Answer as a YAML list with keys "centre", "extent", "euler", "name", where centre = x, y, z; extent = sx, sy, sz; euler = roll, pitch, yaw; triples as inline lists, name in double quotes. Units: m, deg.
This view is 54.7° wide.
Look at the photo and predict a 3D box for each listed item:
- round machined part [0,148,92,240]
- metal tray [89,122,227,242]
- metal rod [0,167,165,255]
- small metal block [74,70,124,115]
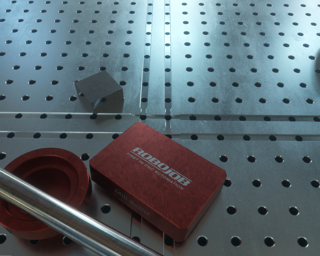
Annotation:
- centre: [-0.123, 0.072, 0.334]
  extent: [0.099, 0.042, 0.098]
  euler: [0, 50, 0]
  name: "round machined part"
- centre: [-0.003, 0.054, 0.353]
  extent: [0.130, 0.030, 0.090]
  euler: [30, 49, 22]
  name: "metal tray"
- centre: [-0.118, 0.070, 0.292]
  extent: [0.301, 0.025, 0.025]
  euler: [22, 53, 17]
  name: "metal rod"
- centre: [-0.088, -0.053, 0.451]
  extent: [0.050, 0.025, 0.050]
  euler: [-29, 56, -23]
  name: "small metal block"
